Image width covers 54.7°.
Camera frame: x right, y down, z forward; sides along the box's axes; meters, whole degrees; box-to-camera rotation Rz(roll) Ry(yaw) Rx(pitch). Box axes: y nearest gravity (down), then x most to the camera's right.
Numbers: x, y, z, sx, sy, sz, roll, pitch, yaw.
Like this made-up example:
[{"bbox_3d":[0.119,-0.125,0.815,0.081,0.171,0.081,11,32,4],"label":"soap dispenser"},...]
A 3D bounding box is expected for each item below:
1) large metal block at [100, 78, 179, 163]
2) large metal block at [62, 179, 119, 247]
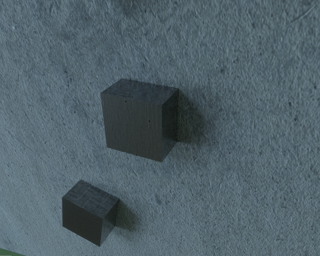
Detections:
[{"bbox_3d":[-0.024,-0.011,0.396,0.080,0.050,0.079,13,124,21],"label":"large metal block"},{"bbox_3d":[-0.124,0.150,0.549,0.080,0.050,0.079,23,127,14],"label":"large metal block"}]
